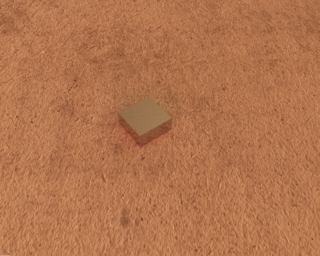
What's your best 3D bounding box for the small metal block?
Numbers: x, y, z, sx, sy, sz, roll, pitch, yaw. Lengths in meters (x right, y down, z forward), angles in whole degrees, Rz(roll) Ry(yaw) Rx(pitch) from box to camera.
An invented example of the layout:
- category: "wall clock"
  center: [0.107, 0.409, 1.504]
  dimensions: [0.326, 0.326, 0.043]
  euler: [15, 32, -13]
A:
- category: "small metal block"
  center: [-0.020, -0.009, 0.412]
  dimensions: [0.050, 0.025, 0.050]
  euler: [-30, 56, -23]
